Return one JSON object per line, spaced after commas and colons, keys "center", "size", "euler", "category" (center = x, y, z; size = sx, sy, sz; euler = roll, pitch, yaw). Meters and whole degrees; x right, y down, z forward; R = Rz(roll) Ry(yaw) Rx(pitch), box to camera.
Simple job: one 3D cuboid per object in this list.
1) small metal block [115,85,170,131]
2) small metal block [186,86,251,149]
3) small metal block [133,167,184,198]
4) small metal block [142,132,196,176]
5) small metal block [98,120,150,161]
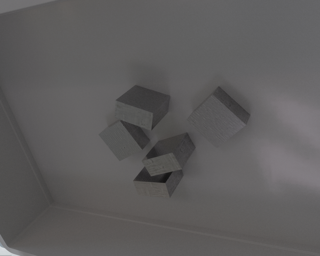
{"center": [-0.021, -0.027, 0.387], "size": [0.050, 0.050, 0.025], "euler": [19, 126, 17], "category": "small metal block"}
{"center": [0.068, -0.012, 0.365], "size": [0.050, 0.025, 0.050], "euler": [42, 129, -1], "category": "small metal block"}
{"center": [-0.001, 0.071, 0.437], "size": [0.050, 0.050, 0.025], "euler": [-2, 118, 29], "category": "small metal block"}
{"center": [0.012, 0.034, 0.407], "size": [0.050, 0.050, 0.025], "euler": [-19, 108, 35], "category": "small metal block"}
{"center": [-0.051, 0.014, 0.444], "size": [0.050, 0.025, 0.050], "euler": [-29, 103, 37], "category": "small metal block"}
